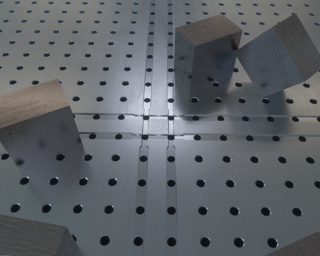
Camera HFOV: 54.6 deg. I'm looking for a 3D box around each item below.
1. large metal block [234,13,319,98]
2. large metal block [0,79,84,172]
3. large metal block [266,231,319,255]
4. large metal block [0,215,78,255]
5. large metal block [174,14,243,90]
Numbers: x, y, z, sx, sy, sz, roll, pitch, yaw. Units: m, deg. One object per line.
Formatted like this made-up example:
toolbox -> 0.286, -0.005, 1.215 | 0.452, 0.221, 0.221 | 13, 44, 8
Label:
large metal block -> 0.165, -0.098, 0.435 | 0.050, 0.080, 0.080 | -34, 94, -25
large metal block -> -0.146, -0.003, 0.374 | 0.081, 0.080, 0.050 | -21, 53, -17
large metal block -> 0.122, 0.149, 0.267 | 0.081, 0.050, 0.080 | -17, 52, -14
large metal block -> -0.132, 0.130, 0.281 | 0.080, 0.050, 0.080 | 8, 51, 7
large metal block -> 0.069, -0.115, 0.469 | 0.081, 0.080, 0.050 | -23, 54, -18
